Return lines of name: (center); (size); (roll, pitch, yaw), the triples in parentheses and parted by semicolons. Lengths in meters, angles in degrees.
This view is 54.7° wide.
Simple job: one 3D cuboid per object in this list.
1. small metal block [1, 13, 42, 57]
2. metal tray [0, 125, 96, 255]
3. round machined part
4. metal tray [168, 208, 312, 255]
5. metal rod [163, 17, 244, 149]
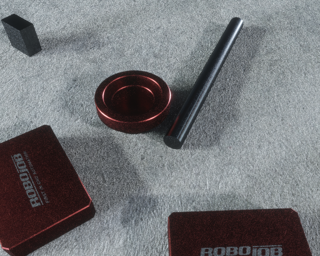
small metal block: (-0.229, -0.154, 0.513); (0.050, 0.050, 0.025); (31, 57, 23)
metal tray: (-0.141, 0.063, 0.345); (0.091, 0.030, 0.130); (-26, 55, -21)
round machined part: (-0.035, -0.030, 0.417); (0.099, 0.042, 0.098); (0, 50, 0)
metal tray: (0.075, 0.126, 0.295); (0.131, 0.030, 0.090); (-1, 50, -2)
metal rod: (0.078, -0.086, 0.476); (0.025, 0.025, 0.301); (19, 52, 15)
